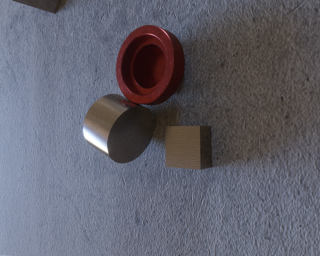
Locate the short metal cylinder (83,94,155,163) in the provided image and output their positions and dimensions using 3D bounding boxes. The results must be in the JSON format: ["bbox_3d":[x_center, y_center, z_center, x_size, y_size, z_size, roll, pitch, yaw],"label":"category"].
[{"bbox_3d":[-0.053,0.000,0.411,0.050,0.081,0.079,27,107,36],"label":"short metal cylinder"}]

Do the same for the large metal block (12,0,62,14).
[{"bbox_3d":[-0.228,-0.260,0.553,0.050,0.081,0.080,-48,62,29],"label":"large metal block"}]

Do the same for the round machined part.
[{"bbox_3d":[-0.008,-0.078,0.398,0.098,0.042,0.097,0,89,39],"label":"round machined part"}]

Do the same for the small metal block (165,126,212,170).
[{"bbox_3d":[0.034,0.023,0.375,0.050,0.025,0.050,-1,89,39],"label":"small metal block"}]
